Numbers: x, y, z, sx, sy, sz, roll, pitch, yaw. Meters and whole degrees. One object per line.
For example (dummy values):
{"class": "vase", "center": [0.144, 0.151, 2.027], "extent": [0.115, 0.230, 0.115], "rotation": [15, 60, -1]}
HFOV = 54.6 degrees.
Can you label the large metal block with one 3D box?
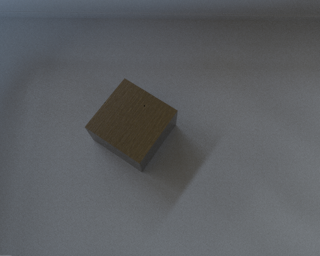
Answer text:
{"class": "large metal block", "center": [-0.034, -0.003, 0.397], "extent": [0.080, 0.050, 0.080], "rotation": [32, 73, 11]}
